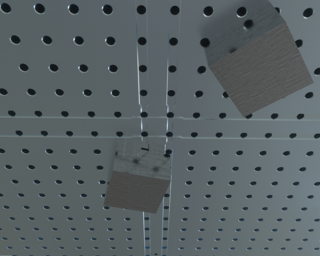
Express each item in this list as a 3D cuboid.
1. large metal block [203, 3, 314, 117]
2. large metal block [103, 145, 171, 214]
[{"bbox_3d":[0.105,-0.070,0.336,0.080,0.050,0.080,-28,125,22],"label":"large metal block"},{"bbox_3d":[-0.034,0.078,0.461,0.080,0.050,0.079,12,129,-10],"label":"large metal block"}]
